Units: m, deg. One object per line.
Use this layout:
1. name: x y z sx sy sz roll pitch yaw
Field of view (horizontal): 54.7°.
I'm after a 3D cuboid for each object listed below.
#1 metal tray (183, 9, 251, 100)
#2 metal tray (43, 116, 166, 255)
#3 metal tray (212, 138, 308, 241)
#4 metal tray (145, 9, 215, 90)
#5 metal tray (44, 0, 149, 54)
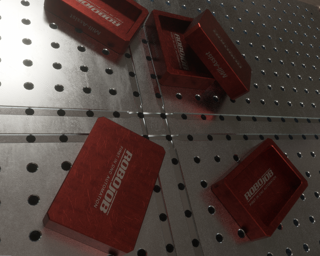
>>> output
1. metal tray: 0.096 -0.118 0.495 0.130 0.030 0.090 48 35 -17
2. metal tray: -0.054 0.060 0.340 0.090 0.030 0.130 28 52 -11
3. metal tray: 0.144 0.081 0.435 0.131 0.030 0.090 -31 79 -38
4. metal tray: 0.033 -0.127 0.501 0.091 0.030 0.130 2 61 -28
5. metal tray: -0.091 -0.179 0.465 0.130 0.030 0.090 30 52 -9
